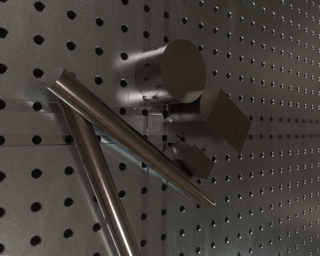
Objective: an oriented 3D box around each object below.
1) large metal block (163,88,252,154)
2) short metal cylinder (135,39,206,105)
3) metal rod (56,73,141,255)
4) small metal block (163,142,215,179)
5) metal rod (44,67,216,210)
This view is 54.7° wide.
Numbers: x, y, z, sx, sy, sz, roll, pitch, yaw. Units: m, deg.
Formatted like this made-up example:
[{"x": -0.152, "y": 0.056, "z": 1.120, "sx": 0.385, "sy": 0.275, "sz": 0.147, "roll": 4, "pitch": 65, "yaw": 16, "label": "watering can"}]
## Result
[{"x": 0.066, "y": -0.008, "z": 0.431, "sx": 0.080, "sy": 0.080, "sz": 0.050, "roll": 40, "pitch": 66, "yaw": -33, "label": "large metal block"}, {"x": 0.015, "y": -0.071, "z": 0.407, "sx": 0.081, "sy": 0.050, "sz": 0.079, "roll": 0, "pitch": 90, "yaw": -40, "label": "short metal cylinder"}, {"x": -0.060, "y": 0.083, "z": 0.360, "sx": 0.025, "sy": 0.025, "sz": 0.298, "roll": -29, "pitch": 108, "yaw": -37, "label": "metal rod"}, {"x": 0.038, "y": 0.045, "z": 0.427, "sx": 0.050, "sy": 0.050, "sz": 0.025, "roll": 43, "pitch": 64, "yaw": -32, "label": "small metal block"}, {"x": -0.012, "y": 0.033, "z": 0.381, "sx": 0.300, "sy": 0.025, "sz": 0.025, "roll": 43, "pitch": 64, "yaw": -38, "label": "metal rod"}]
